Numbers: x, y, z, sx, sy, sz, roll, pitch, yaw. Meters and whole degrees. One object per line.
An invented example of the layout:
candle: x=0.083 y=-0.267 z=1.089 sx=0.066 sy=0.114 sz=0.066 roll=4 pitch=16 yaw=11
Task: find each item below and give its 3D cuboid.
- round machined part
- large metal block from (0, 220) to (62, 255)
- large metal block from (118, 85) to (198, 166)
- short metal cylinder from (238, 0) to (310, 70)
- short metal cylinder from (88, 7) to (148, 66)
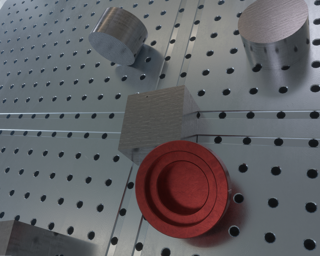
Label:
round machined part: x=0.027 y=0.063 z=0.330 sx=0.098 sy=0.042 sz=0.097 roll=-2 pitch=84 yaw=21
large metal block: x=-0.182 y=0.150 z=0.377 sx=0.080 sy=0.080 sz=0.050 roll=-12 pitch=57 yaw=22
large metal block: x=0.000 y=-0.001 z=0.393 sx=0.080 sy=0.050 sz=0.080 roll=-8 pitch=58 yaw=24
short metal cylinder: x=0.144 y=-0.121 z=0.391 sx=0.080 sy=0.050 sz=0.080 roll=-13 pitch=56 yaw=21
short metal cylinder: x=-0.066 y=-0.145 z=0.497 sx=0.080 sy=0.080 sz=0.050 roll=13 pitch=68 yaw=33
